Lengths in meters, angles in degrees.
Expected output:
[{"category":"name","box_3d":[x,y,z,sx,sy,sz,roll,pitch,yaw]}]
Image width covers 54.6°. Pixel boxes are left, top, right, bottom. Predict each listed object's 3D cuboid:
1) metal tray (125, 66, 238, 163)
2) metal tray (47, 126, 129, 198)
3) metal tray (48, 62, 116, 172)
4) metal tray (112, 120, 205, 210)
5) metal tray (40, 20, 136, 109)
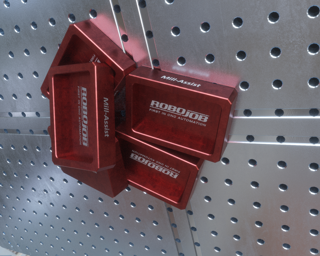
[{"category":"metal tray","box_3d":[0.021,-0.017,0.385,0.130,0.030,0.089,17,126,18]},{"category":"metal tray","box_3d":[-0.111,0.044,0.472,0.130,0.030,0.089,16,127,36]},{"category":"metal tray","box_3d":[-0.101,-0.015,0.397,0.090,0.030,0.129,2,96,35]},{"category":"metal tray","box_3d":[-0.009,0.053,0.445,0.130,0.030,0.089,23,128,14]},{"category":"metal tray","box_3d":[-0.101,-0.066,0.420,0.090,0.030,0.129,43,129,-1]}]
